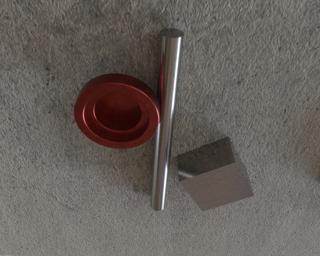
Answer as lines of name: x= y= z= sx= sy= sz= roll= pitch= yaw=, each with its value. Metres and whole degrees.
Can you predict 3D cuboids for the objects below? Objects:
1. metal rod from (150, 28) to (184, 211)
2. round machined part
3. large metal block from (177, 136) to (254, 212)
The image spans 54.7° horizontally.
metal rod: x=0.004 y=0.014 z=0.419 sx=0.025 sy=0.025 sz=0.298 roll=2 pitch=130 yaw=-2
round machined part: x=-0.049 y=-0.024 z=0.374 sx=0.099 sy=0.042 sz=0.097 roll=1 pitch=130 yaw=1
large metal block: x=0.080 y=0.069 z=0.451 sx=0.080 sy=0.050 sz=0.080 roll=-23 pitch=127 yaw=17
